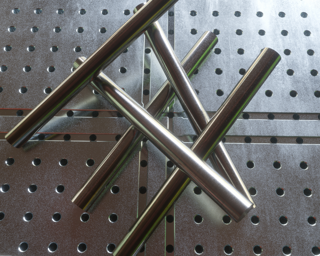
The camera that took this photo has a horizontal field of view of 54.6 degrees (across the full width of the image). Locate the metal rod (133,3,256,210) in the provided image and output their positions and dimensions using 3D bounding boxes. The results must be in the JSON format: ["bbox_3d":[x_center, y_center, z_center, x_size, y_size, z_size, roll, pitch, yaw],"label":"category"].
[{"bbox_3d":[0.040,-0.033,0.402,0.025,0.025,0.299,-25,80,-9],"label":"metal rod"}]

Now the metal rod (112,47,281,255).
[{"bbox_3d":[0.045,0.030,0.366,0.025,0.025,0.300,36,87,12],"label":"metal rod"}]

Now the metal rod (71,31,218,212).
[{"bbox_3d":[-0.011,-0.020,0.419,0.025,0.025,0.300,34,73,11],"label":"metal rod"}]

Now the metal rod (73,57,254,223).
[{"bbox_3d":[-0.015,-0.004,0.374,0.025,0.025,0.300,-41,60,-13],"label":"metal rod"}]

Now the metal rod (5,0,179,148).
[{"bbox_3d":[-0.082,-0.084,0.400,0.300,0.025,0.025,-42,75,2],"label":"metal rod"}]
